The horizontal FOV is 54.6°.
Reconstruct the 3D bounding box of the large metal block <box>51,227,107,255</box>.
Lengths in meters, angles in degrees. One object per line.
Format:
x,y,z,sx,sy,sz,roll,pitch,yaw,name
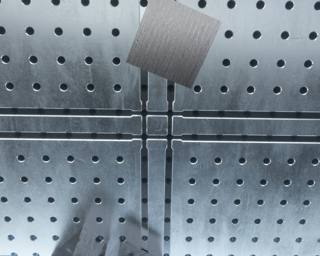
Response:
-0.130,0.211,0.461,0.050,0.080,0.080,43,105,-14,large metal block

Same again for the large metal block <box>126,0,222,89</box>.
0.014,-0.102,0.362,0.080,0.050,0.080,21,109,-8,large metal block

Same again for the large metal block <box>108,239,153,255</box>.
-0.051,0.236,0.486,0.080,0.050,0.080,32,107,-11,large metal block
